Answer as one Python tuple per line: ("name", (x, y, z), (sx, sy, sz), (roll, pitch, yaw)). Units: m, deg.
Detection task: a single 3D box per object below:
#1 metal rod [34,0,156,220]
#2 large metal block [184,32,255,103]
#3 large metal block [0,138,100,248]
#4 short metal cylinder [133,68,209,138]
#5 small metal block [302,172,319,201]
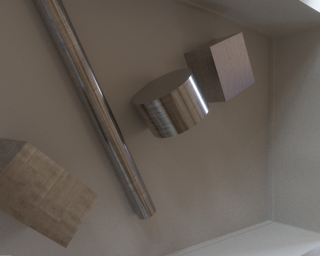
("metal rod", (-0.070, -0.023, 0.349), (0.025, 0.025, 0.299), (-35, 112, -35))
("large metal block", (0.092, -0.091, 0.470), (0.081, 0.050, 0.080), (-32, 110, -36))
("large metal block", (-0.115, 0.054, 0.275), (0.080, 0.080, 0.050), (47, 62, -30))
("short metal cylinder", (0.014, -0.032, 0.384), (0.080, 0.080, 0.050), (-45, 117, -31))
("small metal block", (0.351, 0.133, 0.709), (0.050, 0.025, 0.050), (-14, 99, -39))
